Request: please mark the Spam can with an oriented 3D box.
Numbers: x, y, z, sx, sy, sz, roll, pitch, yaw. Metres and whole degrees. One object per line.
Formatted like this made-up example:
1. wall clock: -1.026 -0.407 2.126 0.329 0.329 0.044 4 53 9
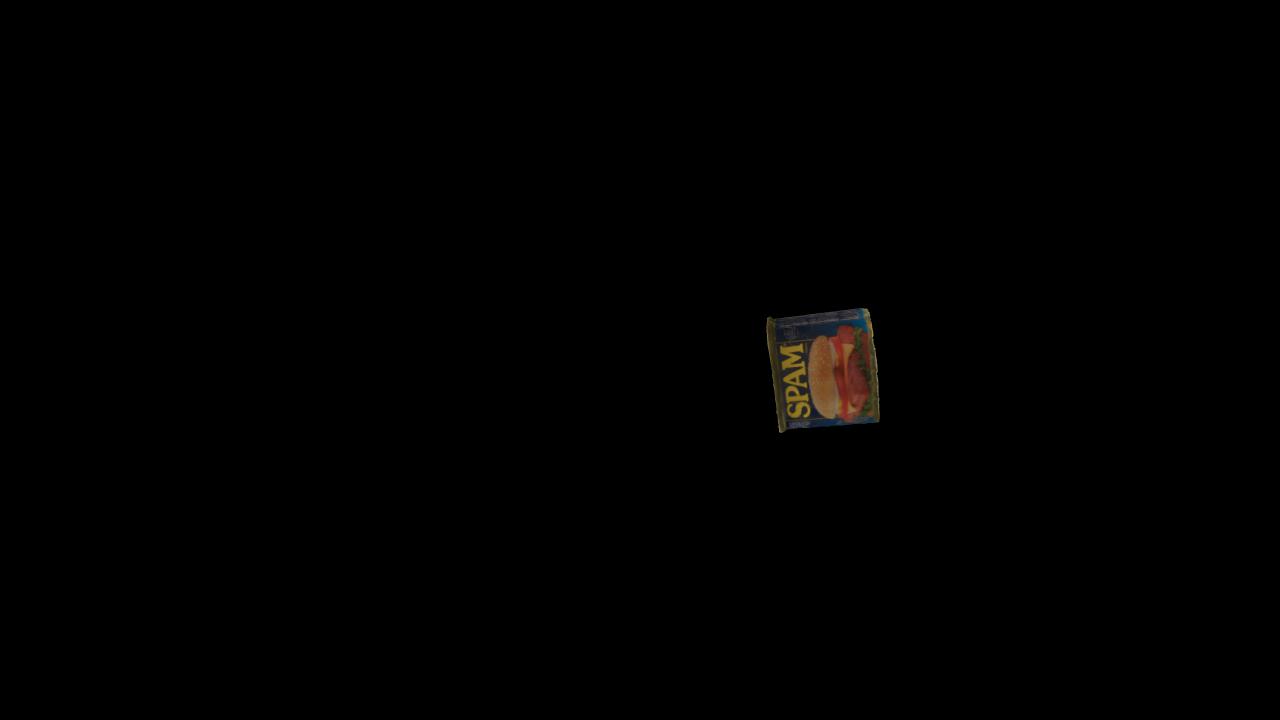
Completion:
1. Spam can: 0.158 0.009 0.534 0.085 0.101 0.058 -6 21 15
